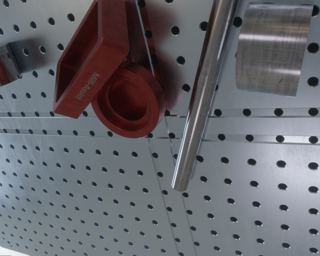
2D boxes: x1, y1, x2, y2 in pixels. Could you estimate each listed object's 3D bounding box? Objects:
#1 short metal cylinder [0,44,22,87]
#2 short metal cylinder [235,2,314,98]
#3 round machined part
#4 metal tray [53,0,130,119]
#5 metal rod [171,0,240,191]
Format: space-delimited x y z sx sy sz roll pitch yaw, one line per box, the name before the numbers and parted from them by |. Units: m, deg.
short metal cylinder | -0.254 -0.088 0.455 0.080 0.080 0.050 0 118 28
short metal cylinder | 0.103 -0.070 0.278 0.050 0.080 0.079 11 123 22
round machined part | -0.037 -0.039 0.396 0.098 0.042 0.097 13 124 20
metal tray | -0.085 -0.082 0.364 0.030 0.090 0.129 18 138 -33
metal rod | 0.049 -0.038 0.361 0.025 0.025 0.298 21 127 15
